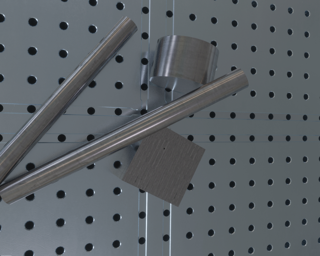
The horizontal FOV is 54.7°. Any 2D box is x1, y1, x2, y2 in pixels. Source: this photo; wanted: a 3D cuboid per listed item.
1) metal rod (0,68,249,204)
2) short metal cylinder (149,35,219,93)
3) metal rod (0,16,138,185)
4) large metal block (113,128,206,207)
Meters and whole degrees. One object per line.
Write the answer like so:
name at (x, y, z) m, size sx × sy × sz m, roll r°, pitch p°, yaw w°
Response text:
metal rod at (-0.039, 0.008, 0.355) m, size 0.301 × 0.025 × 0.025 m, roll -26°, pitch 100°, yaw -2°
short metal cylinder at (0.031, -0.078, 0.395) m, size 0.081 × 0.080 × 0.050 m, roll 13°, pitch 86°, yaw -20°
metal rod at (-0.129, -0.019, 0.365) m, size 0.025 × 0.025 × 0.300 m, roll 42°, pitch 77°, yaw -16°
large metal block at (-0.002, 0.044, 0.399) m, size 0.080 × 0.050 × 0.080 m, roll 30°, pitch 80°, yaw -18°
